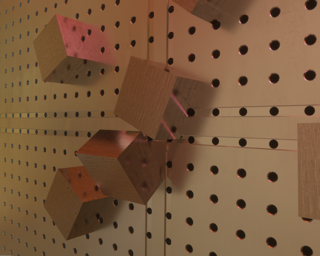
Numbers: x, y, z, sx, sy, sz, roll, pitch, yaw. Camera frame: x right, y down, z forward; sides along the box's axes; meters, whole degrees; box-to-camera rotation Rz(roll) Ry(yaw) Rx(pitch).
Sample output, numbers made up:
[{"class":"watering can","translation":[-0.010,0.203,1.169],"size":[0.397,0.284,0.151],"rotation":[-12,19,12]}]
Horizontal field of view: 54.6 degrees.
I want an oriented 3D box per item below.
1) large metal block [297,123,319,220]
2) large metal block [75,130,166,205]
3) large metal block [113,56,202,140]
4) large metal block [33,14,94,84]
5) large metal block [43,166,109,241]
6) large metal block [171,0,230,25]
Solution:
[{"class":"large metal block","translation":[0.164,0.035,0.258],"size":[0.080,0.050,0.080],"rotation":[-1,90,40]},{"class":"large metal block","translation":[-0.051,0.050,0.412],"size":[0.080,0.050,0.080],"rotation":[2,129,40]},{"class":"large metal block","translation":[-0.005,-0.039,0.399],"size":[0.080,0.050,0.080],"rotation":[31,109,36]},{"class":"large metal block","translation":[-0.168,-0.132,0.534],"size":[0.080,0.050,0.080],"rotation":[-31,71,36]},{"class":"large metal block","translation":[-0.139,0.121,0.510],"size":[0.080,0.050,0.080],"rotation":[40,115,32]},{"class":"large metal block","translation":[0.045,-0.180,0.357],"size":[0.080,0.050,0.080],"rotation":[47,118,30]}]
